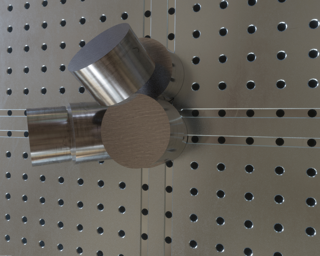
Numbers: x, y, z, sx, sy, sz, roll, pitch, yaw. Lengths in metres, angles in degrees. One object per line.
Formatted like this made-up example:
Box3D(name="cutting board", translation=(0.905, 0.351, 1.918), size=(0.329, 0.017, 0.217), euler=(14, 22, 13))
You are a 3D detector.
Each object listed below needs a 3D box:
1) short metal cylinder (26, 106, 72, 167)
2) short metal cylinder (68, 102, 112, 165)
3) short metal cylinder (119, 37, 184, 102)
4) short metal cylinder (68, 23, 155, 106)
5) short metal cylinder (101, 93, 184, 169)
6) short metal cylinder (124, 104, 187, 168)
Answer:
Box3D(name="short metal cylinder", translation=(-0.155, 0.011, 0.431), size=(0.050, 0.080, 0.080), euler=(-6, 87, -22))
Box3D(name="short metal cylinder", translation=(-0.091, 0.005, 0.408), size=(0.050, 0.080, 0.080), euler=(-6, 88, -22))
Box3D(name="short metal cylinder", translation=(-0.014, -0.071, 0.404), size=(0.080, 0.050, 0.079), euler=(0, 90, 20))
Box3D(name="short metal cylinder", translation=(-0.053, -0.070, 0.341), size=(0.080, 0.080, 0.050), euler=(-25, 125, 18))
Box3D(name="short metal cylinder", translation=(-0.019, 0.003, 0.351), size=(0.080, 0.050, 0.080), euler=(0, 90, 20))
Box3D(name="short metal cylinder", translation=(-0.010, 0.009, 0.402), size=(0.080, 0.050, 0.080), euler=(0, 90, 20))
